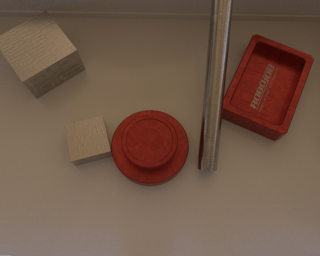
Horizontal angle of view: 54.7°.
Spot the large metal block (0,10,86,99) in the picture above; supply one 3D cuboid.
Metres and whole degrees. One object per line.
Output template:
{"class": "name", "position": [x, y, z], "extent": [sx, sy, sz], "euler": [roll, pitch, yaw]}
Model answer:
{"class": "large metal block", "position": [-0.165, -0.102, 0.432], "extent": [0.080, 0.050, 0.080], "euler": [-35, 74, -12]}

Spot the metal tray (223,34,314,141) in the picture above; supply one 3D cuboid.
{"class": "metal tray", "position": [0.146, -0.058, 0.429], "extent": [0.090, 0.030, 0.130], "euler": [25, 72, 8]}

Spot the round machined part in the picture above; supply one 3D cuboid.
{"class": "round machined part", "position": [-0.012, 0.022, 0.393], "extent": [0.099, 0.042, 0.098], "euler": [0, 70, -1]}

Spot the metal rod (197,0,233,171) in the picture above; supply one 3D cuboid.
{"class": "metal rod", "position": [0.071, -0.096, 0.376], "extent": [0.025, 0.025, 0.298], "euler": [4, 97, 1]}

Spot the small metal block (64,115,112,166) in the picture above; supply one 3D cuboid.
{"class": "small metal block", "position": [-0.092, 0.017, 0.402], "extent": [0.050, 0.025, 0.050], "euler": [-15, 71, -6]}
